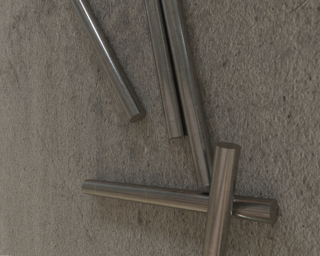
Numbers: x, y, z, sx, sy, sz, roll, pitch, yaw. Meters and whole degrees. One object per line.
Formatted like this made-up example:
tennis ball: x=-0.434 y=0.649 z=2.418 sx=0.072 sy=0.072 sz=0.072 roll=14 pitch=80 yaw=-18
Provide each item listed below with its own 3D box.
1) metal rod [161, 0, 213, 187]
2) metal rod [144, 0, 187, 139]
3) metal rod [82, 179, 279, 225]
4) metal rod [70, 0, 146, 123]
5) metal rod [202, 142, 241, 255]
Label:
metal rod: x=0.029 y=-0.080 z=0.380 sx=0.025 sy=0.025 sz=0.298 roll=-17 pitch=79 yaw=39
metal rod: x=-0.002 y=-0.134 z=0.406 sx=0.025 sy=0.025 sz=0.298 roll=-16 pitch=80 yaw=39
metal rod: x=-0.001 y=0.089 z=0.405 sx=0.300 sy=0.025 sz=0.025 roll=-3 pitch=88 yaw=40
metal rod: x=-0.096 y=-0.137 z=0.484 sx=0.025 sy=0.025 sz=0.299 roll=-42 pitch=65 yaw=32
metal rod: x=0.056 y=0.162 z=0.336 sx=0.025 sy=0.025 sz=0.298 roll=15 pitch=106 yaw=39
